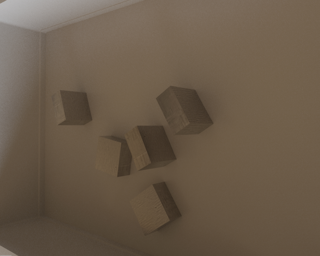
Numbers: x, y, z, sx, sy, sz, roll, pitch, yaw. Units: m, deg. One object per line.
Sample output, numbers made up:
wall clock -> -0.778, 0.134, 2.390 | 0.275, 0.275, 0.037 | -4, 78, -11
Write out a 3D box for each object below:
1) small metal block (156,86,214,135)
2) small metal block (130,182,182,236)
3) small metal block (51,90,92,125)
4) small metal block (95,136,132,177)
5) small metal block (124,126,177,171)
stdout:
small metal block -> 0.030, -0.020, 0.365 | 0.025, 0.050, 0.050 | -38, 67, 33
small metal block -> -0.007, 0.107, 0.410 | 0.050, 0.025, 0.050 | -41, 65, 32
small metal block -> -0.144, -0.032, 0.506 | 0.025, 0.050, 0.050 | -24, 75, 37
small metal block -> -0.068, 0.041, 0.461 | 0.050, 0.025, 0.050 | 13, 98, 39
small metal block -> -0.012, 0.025, 0.398 | 0.025, 0.050, 0.050 | -34, 69, 34
